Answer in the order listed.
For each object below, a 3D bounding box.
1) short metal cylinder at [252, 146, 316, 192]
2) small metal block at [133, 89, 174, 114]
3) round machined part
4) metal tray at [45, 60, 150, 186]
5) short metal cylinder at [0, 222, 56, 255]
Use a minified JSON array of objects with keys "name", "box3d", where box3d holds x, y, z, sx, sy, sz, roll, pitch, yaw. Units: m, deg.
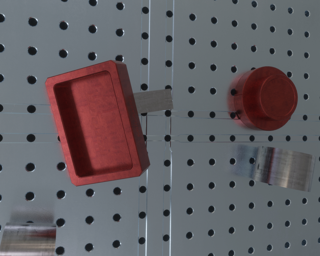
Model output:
[{"name":"short metal cylinder","box3d":[0.179,0.059,0.450,0.081,0.080,0.050,13,86,-20]},{"name":"small metal block","box3d":[-0.017,-0.032,0.393,0.050,0.050,0.025,-9,94,-20]},{"name":"round machined part","box3d":[0.165,-0.044,0.465,0.099,0.042,0.097,0,90,-20]},{"name":"metal tray","box3d":[-0.071,-0.004,0.358,0.090,0.030,0.129,-12,95,16]},{"name":"short metal cylinder","box3d":[-0.143,0.143,0.331,0.050,0.080,0.080,8,87,-20]}]
